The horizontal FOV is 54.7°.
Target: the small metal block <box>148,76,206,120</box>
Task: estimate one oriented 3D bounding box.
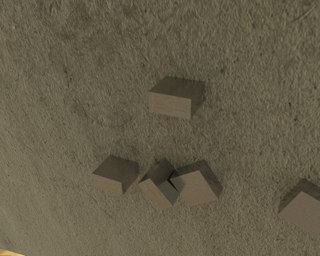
[{"bbox_3d":[0.020,-0.036,0.357,0.050,0.050,0.025,12,124,21],"label":"small metal block"}]

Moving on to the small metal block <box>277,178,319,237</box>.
[{"bbox_3d":[0.179,0.096,0.372,0.050,0.025,0.050,30,128,8],"label":"small metal block"}]

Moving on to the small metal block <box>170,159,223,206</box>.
[{"bbox_3d":[0.050,0.077,0.428,0.050,0.025,0.050,-24,106,36],"label":"small metal block"}]

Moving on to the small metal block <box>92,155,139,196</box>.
[{"bbox_3d":[-0.066,0.070,0.469,0.050,0.050,0.025,13,124,21],"label":"small metal block"}]

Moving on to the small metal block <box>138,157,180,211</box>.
[{"bbox_3d":[0.004,0.078,0.437,0.025,0.050,0.050,-32,101,38],"label":"small metal block"}]
